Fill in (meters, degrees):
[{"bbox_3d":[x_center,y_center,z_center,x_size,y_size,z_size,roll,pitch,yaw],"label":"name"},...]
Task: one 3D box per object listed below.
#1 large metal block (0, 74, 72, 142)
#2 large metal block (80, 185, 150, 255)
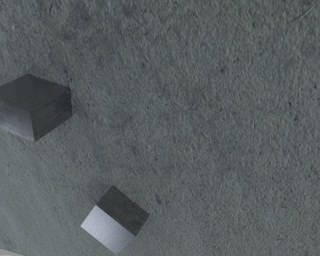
[{"bbox_3d":[-0.187,-0.032,0.450,0.080,0.080,0.050,19,126,17],"label":"large metal block"},{"bbox_3d":[-0.077,0.158,0.530,0.080,0.050,0.080,38,129,2],"label":"large metal block"}]
